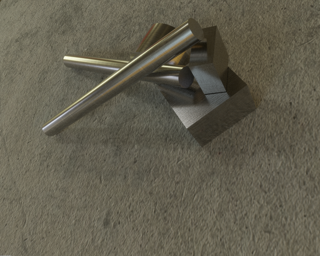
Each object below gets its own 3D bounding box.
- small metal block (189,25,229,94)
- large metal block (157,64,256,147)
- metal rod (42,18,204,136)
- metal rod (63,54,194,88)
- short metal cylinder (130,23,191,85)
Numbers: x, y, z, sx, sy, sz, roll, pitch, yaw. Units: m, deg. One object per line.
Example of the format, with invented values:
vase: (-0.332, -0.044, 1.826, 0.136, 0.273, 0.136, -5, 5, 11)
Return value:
small metal block: (0.055, -0.073, 0.336, 0.025, 0.050, 0.050, -4, 60, 26)
large metal block: (0.056, -0.038, 0.380, 0.080, 0.050, 0.080, -36, 51, 5)
metal rod: (-0.070, -0.049, 0.402, 0.299, 0.025, 0.025, -25, 50, 38)
metal rod: (-0.068, -0.090, 0.458, 0.300, 0.025, 0.025, 19, 71, 47)
short metal cylinder: (0.007, -0.096, 0.426, 0.080, 0.080, 0.050, 23, 74, 36)
